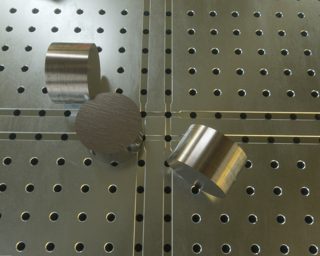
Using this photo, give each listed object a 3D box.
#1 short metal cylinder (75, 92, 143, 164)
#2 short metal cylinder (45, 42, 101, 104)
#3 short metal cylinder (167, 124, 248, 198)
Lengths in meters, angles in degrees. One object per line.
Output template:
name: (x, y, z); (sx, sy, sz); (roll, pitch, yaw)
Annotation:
short metal cylinder: (-0.062, 0.001, 0.397); (0.081, 0.050, 0.080); (0, 70, 0)
short metal cylinder: (-0.111, -0.071, 0.407); (0.050, 0.080, 0.080); (2, 70, 0)
short metal cylinder: (0.055, 0.040, 0.369); (0.080, 0.080, 0.050); (32, 73, 11)
